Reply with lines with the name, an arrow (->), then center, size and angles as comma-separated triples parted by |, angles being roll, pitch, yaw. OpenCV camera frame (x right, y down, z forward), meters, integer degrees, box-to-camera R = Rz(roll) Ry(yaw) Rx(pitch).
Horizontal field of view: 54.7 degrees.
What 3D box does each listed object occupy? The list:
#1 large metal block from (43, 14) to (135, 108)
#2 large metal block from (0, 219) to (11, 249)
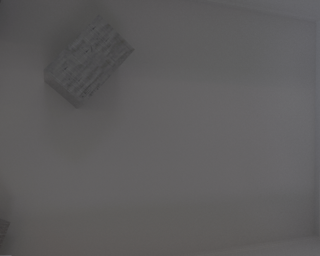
large metal block -> -0.083, -0.070, 0.350 | 0.050, 0.080, 0.080 | 43, 77, -15
large metal block -> -0.204, 0.122, 0.293 | 0.050, 0.080, 0.080 | 12, 75, 16
